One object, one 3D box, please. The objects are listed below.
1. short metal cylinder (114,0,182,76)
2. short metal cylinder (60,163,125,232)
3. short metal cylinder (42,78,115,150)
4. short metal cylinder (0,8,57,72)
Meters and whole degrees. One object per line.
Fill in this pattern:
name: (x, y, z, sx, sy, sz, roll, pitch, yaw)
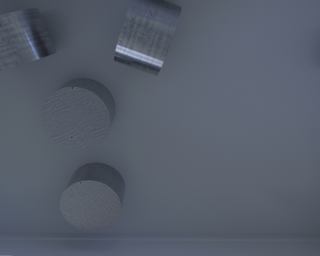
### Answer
short metal cylinder: (-0.014, -0.104, 0.344, 0.050, 0.080, 0.079, 19, 109, -7)
short metal cylinder: (-0.092, 0.095, 0.432, 0.081, 0.050, 0.079, 0, 110, -1)
short metal cylinder: (-0.099, -0.018, 0.390, 0.081, 0.050, 0.079, 0, 110, -1)
short metal cylinder: (-0.164, -0.096, 0.344, 0.080, 0.080, 0.050, -16, 110, 5)
